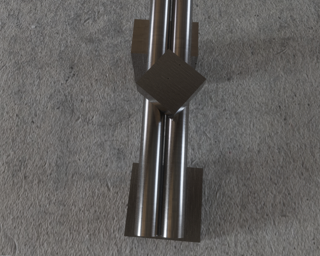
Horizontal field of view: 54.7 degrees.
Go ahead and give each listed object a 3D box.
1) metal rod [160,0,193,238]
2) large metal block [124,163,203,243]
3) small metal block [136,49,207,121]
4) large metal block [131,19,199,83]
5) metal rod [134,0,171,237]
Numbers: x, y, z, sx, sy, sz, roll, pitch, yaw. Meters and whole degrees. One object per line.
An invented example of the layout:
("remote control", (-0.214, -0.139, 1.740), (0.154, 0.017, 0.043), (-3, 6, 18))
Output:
("metal rod", (0.021, -0.036, 0.345), (0.025, 0.025, 0.299), (3, 77, 1))
("large metal block", (0.006, 0.088, 0.363), (0.080, 0.050, 0.080), (5, 70, 1))
("small metal block", (0.011, -0.045, 0.322), (0.050, 0.025, 0.050), (41, 80, 7))
("large metal block", (0.007, -0.098, 0.416), (0.080, 0.080, 0.050), (3, 70, 1))
("metal rod", (-0.005, -0.037, 0.346), (0.025, 0.025, 0.299), (3, 77, 1))
